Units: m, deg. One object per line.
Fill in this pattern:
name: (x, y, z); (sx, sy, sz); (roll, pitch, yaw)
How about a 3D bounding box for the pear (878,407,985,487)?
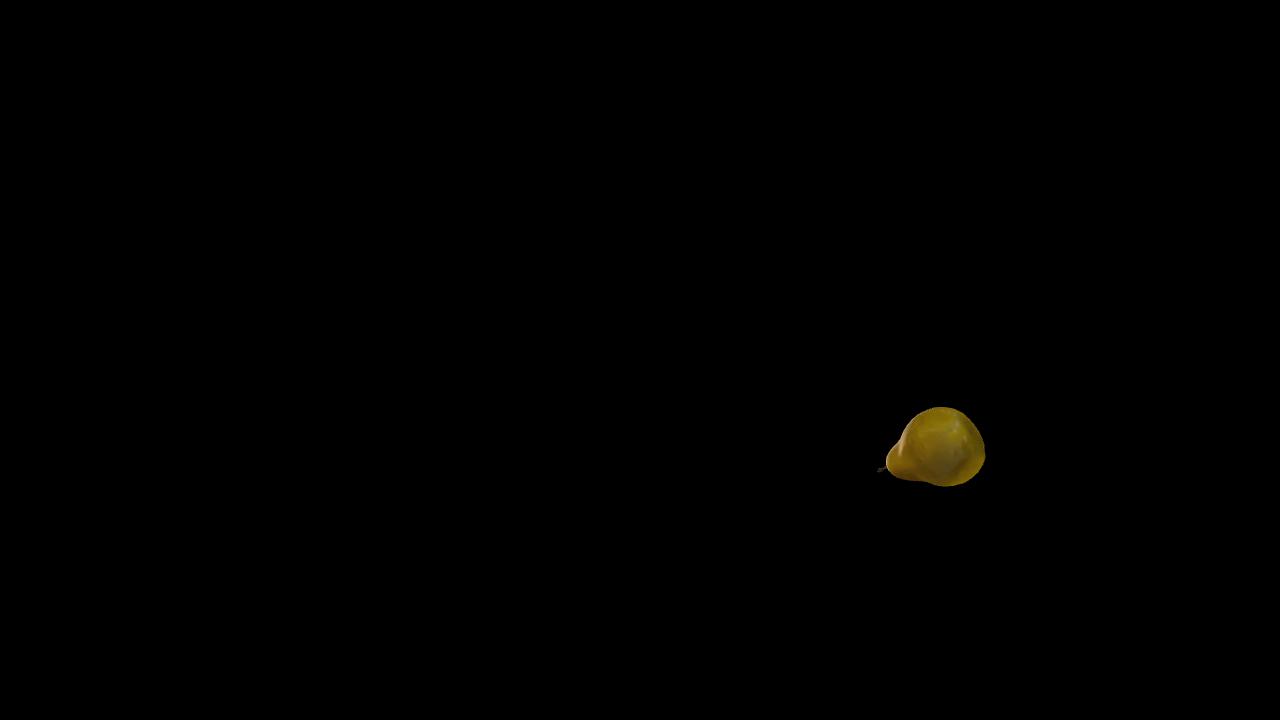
pear: (0.281, 0.095, 0.618); (0.080, 0.080, 0.111); (0, -30, -49)
